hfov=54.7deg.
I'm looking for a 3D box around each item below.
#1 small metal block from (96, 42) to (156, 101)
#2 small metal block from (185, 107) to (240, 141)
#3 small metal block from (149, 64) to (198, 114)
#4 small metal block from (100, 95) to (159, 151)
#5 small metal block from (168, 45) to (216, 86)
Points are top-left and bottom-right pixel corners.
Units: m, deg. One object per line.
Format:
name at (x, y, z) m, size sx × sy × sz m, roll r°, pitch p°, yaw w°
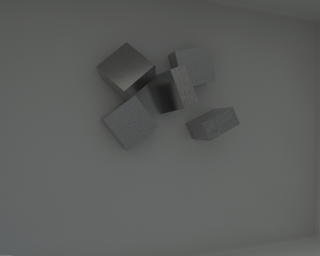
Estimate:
small metal block at (-0.041, -0.070, 0.383) m, size 0.050 × 0.025 × 0.050 m, roll 42°, pitch 75°, yaw 18°
small metal block at (0.071, -0.006, 0.423) m, size 0.050 × 0.050 × 0.025 m, roll -27°, pitch 99°, yaw -18°
small metal block at (0.016, -0.049, 0.400) m, size 0.025 × 0.050 × 0.050 m, roll -27°, pitch 100°, yaw -36°
small metal block at (-0.039, -0.006, 0.396) m, size 0.050 × 0.025 × 0.050 m, roll -40°, pitch 103°, yaw -16°
small metal block at (0.044, -0.082, 0.426) m, size 0.050 × 0.025 × 0.050 m, roll -15°, pitch 95°, yaw -19°
